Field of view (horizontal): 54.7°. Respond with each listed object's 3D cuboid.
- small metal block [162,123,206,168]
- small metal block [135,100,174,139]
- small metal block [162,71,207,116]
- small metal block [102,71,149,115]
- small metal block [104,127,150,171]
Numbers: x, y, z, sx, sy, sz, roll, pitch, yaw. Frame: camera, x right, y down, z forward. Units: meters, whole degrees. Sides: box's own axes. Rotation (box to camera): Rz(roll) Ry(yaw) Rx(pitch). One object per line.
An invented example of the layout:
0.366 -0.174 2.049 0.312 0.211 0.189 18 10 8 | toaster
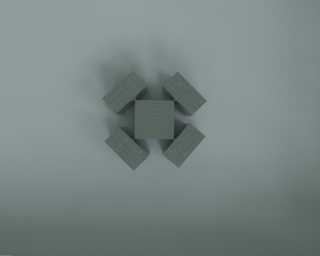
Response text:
0.029 0.021 0.397 0.025 0.050 0.050 40 89 -1 | small metal block
-0.007 -0.011 0.409 0.050 0.025 0.050 1 90 0 | small metal block
0.029 -0.042 0.397 0.025 0.050 0.050 -45 91 -1 | small metal block
-0.042 -0.043 0.396 0.050 0.050 0.025 -42 90 1 | small metal block
-0.040 0.025 0.397 0.025 0.050 0.050 -45 90 1 | small metal block
